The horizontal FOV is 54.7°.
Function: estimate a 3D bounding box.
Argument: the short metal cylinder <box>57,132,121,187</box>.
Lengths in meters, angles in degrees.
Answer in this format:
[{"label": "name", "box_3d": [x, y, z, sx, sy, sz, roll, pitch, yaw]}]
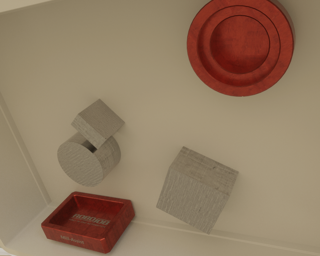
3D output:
[{"label": "short metal cylinder", "box_3d": [-0.108, 0.043, 0.474, 0.080, 0.050, 0.079, 13, 124, 20]}]

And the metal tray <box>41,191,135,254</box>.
[{"label": "metal tray", "box_3d": [-0.120, 0.154, 0.522, 0.130, 0.090, 0.030, 2, 119, 27]}]

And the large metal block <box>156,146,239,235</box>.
[{"label": "large metal block", "box_3d": [0.049, 0.084, 0.418, 0.080, 0.050, 0.079, 25, 127, 12]}]

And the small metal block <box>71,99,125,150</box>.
[{"label": "small metal block", "box_3d": [-0.085, -0.006, 0.432, 0.050, 0.050, 0.025, 43, 129, -2]}]

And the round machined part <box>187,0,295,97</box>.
[{"label": "round machined part", "box_3d": [0.080, -0.083, 0.304, 0.098, 0.042, 0.097, 13, 124, 20]}]
